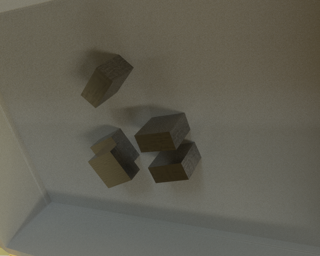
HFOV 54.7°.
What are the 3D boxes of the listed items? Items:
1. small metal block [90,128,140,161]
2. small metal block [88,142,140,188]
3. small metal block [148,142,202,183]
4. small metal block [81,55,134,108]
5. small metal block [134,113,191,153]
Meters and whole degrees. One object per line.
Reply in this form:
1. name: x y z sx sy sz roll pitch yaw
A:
1. small metal block: -0.068 0.035 0.464 0.050 0.025 0.050 -26 105 36
2. small metal block: -0.066 0.054 0.443 0.050 0.025 0.050 -25 105 36
3. small metal block: 0.020 0.045 0.409 0.050 0.050 0.025 -13 112 33
4. small metal block: -0.066 -0.059 0.389 0.025 0.050 0.050 42 129 -1
5. small metal block: 0.004 0.006 0.393 0.050 0.050 0.025 -7 115 31
